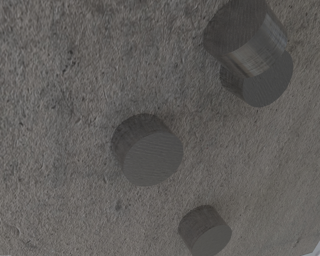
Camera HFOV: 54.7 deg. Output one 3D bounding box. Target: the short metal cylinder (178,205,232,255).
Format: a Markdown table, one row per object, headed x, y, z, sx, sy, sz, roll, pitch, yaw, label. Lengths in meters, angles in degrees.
| x | y | z | sx | sy | sz | roll | pitch | yaw | label |
| --- | --- | --- | --- | --- | --- | --- | --- | --- | --- |
| 0.079 | 0.184 | 0.547 | 0.081 | 0.050 | 0.079 | -14 | 124 | -21 | short metal cylinder |

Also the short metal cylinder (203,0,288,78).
| x | y | z | sx | sy | sz | roll | pitch | yaw | label |
| --- | --- | --- | --- | --- | --- | --- | --- | --- | --- |
| 0.098 | -0.105 | 0.359 | 0.050 | 0.080 | 0.080 | 31 | 101 | -38 | short metal cylinder |

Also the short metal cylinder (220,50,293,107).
| x | y | z | sx | sy | sz | roll | pitch | yaw | label |
| --- | --- | --- | --- | --- | --- | --- | --- | --- | --- |
| 0.128 | -0.074 | 0.415 | 0.081 | 0.050 | 0.079 | -14 | 124 | -21 | short metal cylinder |

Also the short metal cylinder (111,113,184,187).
| x | y | z | sx | sy | sz | roll | pitch | yaw | label |
| --- | --- | --- | --- | --- | --- | --- | --- | --- | --- |
| -0.017 | 0.028 | 0.398 | 0.081 | 0.050 | 0.079 | -14 | 124 | -21 | short metal cylinder |
